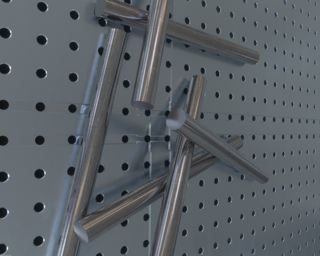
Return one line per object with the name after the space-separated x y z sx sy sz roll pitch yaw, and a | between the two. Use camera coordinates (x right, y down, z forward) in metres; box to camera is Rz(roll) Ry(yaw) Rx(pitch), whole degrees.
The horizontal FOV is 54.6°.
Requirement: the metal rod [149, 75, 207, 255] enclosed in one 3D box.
0.023 0.054 0.379 0.025 0.025 0.300 39 52 -33 | metal rod

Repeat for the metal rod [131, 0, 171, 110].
0.003 -0.164 0.381 0.025 0.025 0.299 24 66 -38 | metal rod

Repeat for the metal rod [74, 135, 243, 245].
0.024 0.064 0.411 0.302 0.025 0.025 -22 104 -43 | metal rod

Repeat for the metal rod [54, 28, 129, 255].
-0.078 0.033 0.342 0.025 0.025 0.299 19 78 -38 | metal rod

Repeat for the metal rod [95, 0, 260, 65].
0.048 -0.131 0.447 0.302 0.025 0.025 4 88 -40 | metal rod

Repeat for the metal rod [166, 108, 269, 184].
0.102 0.040 0.451 0.301 0.025 0.025 30 71 -49 | metal rod
